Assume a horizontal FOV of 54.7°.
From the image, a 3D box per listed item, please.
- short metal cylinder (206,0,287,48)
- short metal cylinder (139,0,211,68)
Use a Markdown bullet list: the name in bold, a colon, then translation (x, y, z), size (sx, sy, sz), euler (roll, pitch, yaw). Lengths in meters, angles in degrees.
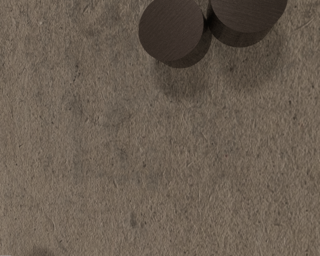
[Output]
- **short metal cylinder**: translation (0.095, -0.138, 0.351), size (0.080, 0.050, 0.080), euler (0, 87, 3)
- **short metal cylinder**: translation (0.020, -0.119, 0.388), size (0.080, 0.050, 0.079), euler (0, 90, 20)
